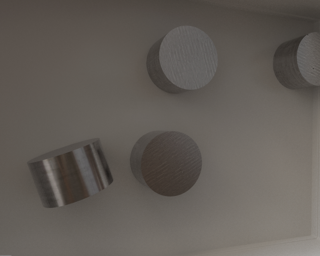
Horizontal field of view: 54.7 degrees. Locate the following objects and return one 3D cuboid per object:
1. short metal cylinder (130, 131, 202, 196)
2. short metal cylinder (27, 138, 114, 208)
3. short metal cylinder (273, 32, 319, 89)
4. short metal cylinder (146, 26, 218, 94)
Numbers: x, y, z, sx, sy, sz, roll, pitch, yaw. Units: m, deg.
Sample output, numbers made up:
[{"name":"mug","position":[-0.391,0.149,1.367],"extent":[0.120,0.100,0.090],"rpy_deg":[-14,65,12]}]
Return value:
[{"name":"short metal cylinder","position":[0.007,0.043,0.401],"extent":[0.081,0.050,0.079],"rpy_deg":[0,90,-21]},{"name":"short metal cylinder","position":[-0.098,0.048,0.346],"extent":[0.081,0.080,0.050],"rpy_deg":[-19,97,-19]},{"name":"short metal cylinder","position":[0.226,-0.103,0.483],"extent":[0.081,0.050,0.079],"rpy_deg":[0,90,-21]},{"name":"short metal cylinder","position":[0.028,-0.088,0.409],"extent":[0.081,0.050,0.079],"rpy_deg":[0,90,-20]}]
